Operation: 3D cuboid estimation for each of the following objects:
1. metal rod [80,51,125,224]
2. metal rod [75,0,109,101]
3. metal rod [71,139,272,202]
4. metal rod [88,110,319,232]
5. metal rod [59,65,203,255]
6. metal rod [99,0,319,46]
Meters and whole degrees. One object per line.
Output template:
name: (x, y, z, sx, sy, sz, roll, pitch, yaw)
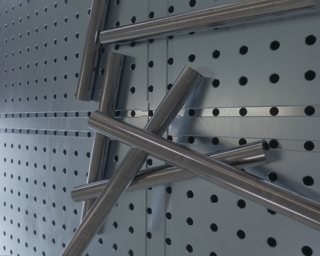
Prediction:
metal rod: (-0.094, 0.032, 0.488, 0.025, 0.025, 0.298, 18, 102, 38)
metal rod: (-0.095, -0.190, 0.489, 0.025, 0.025, 0.298, 22, 104, 38)
metal rod: (-0.009, 0.063, 0.400, 0.300, 0.025, 0.025, -18, 78, 33)
metal rod: (0.044, 0.040, 0.332, 0.300, 0.025, 0.025, 22, 104, 24)
metal rod: (-0.041, 0.053, 0.395, 0.025, 0.025, 0.299, 39, 98, 33)
metal rod: (0.031, -0.130, 0.384, 0.300, 0.025, 0.025, 4, 93, 40)
